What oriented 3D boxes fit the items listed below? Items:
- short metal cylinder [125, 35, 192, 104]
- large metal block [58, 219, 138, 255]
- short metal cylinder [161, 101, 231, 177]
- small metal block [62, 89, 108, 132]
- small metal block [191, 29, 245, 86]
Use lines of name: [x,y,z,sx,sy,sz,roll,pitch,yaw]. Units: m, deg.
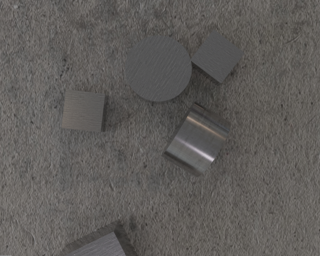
short metal cylinder: [-0.002,-0.072,0.397,0.081,0.050,0.080,0,90,0]
large metal block: [-0.074,0.178,0.397,0.080,0.050,0.080,-27,90,0]
short metal cylinder: [0.044,0.014,0.383,0.050,0.080,0.080,31,90,0]
small metal block: [-0.098,-0.022,0.409,0.050,0.025,0.050,7,90,0]
small metal block: [0.074,-0.092,0.411,0.050,0.025,0.050,37,90,0]
